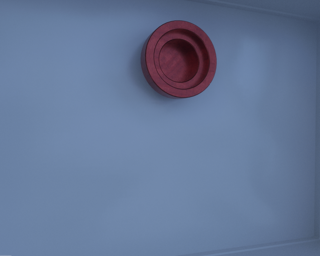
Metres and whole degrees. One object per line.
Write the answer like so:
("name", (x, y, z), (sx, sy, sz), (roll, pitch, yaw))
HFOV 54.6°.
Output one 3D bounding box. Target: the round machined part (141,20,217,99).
("round machined part", (0.022, -0.087, 0.409), (0.099, 0.042, 0.097), (0, 90, -20))
